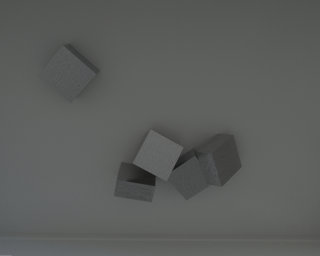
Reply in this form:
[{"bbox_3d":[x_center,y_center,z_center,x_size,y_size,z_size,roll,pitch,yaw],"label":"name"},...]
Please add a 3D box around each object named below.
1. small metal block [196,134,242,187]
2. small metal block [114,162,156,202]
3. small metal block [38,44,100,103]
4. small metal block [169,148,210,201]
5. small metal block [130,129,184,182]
[{"bbox_3d":[0.080,0.042,0.412,0.050,0.025,0.050,-34,114,-36],"label":"small metal block"},{"bbox_3d":[-0.033,0.073,0.425,0.050,0.050,0.025,10,110,-4],"label":"small metal block"},{"bbox_3d":[-0.112,-0.068,0.385,0.050,0.025,0.050,41,105,-14],"label":"small metal block"},{"bbox_3d":[0.042,0.065,0.436,0.050,0.025,0.050,-36,107,12],"label":"small metal block"},{"bbox_3d":[-0.004,0.037,0.412,0.050,0.025,0.050,29,77,-9],"label":"small metal block"}]
